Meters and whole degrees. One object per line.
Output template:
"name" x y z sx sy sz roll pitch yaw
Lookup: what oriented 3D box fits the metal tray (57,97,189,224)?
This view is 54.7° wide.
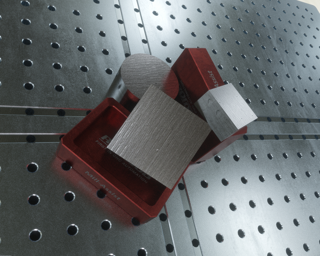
"metal tray" -0.040 0.035 0.362 0.130 0.030 0.090 40 51 -1

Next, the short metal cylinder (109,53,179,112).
"short metal cylinder" -0.022 -0.052 0.413 0.081 0.050 0.080 14 56 -21

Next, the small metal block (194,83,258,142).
"small metal block" 0.073 -0.019 0.340 0.050 0.025 0.050 -22 74 -48

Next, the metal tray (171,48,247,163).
"metal tray" 0.051 -0.030 0.414 0.030 0.090 0.130 -10 67 -33

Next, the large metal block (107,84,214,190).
"large metal block" -0.002 0.009 0.347 0.080 0.050 0.080 35 87 -6
